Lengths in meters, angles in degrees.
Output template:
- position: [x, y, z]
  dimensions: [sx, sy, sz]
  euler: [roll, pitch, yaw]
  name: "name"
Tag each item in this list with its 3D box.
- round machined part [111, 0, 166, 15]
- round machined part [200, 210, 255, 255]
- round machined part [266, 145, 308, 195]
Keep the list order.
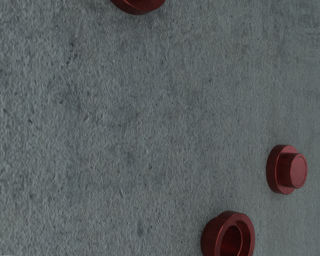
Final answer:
- position: [-0.024, -0.191, 0.373]
  dimensions: [0.099, 0.042, 0.097]
  euler: [0, 90, -40]
  name: "round machined part"
- position: [0.101, 0.177, 0.478]
  dimensions: [0.099, 0.042, 0.097]
  euler: [0, 90, -40]
  name: "round machined part"
- position: [0.253, 0.082, 0.605]
  dimensions: [0.099, 0.042, 0.097]
  euler: [0, 90, -40]
  name: "round machined part"
